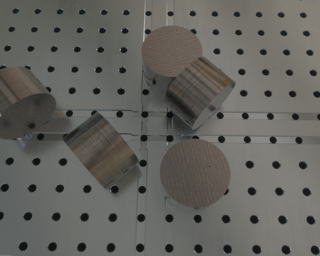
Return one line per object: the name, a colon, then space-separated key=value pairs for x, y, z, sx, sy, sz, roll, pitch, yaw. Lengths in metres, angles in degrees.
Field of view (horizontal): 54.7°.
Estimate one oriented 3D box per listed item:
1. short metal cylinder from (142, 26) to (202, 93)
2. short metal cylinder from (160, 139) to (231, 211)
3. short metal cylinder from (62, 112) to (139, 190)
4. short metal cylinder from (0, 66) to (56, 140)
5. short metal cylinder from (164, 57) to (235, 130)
short metal cylinder: x=0.016 y=-0.094 z=0.433 sx=0.081 sy=0.050 sz=0.080 roll=0 pitch=70 yaw=0
short metal cylinder: x=0.040 y=0.059 z=0.377 sx=0.081 sy=0.050 sz=0.080 roll=0 pitch=70 yaw=0
short metal cylinder: x=-0.070 y=0.027 z=0.372 sx=0.050 sy=0.080 sz=0.080 roll=-40 pitch=75 yaw=-13
short metal cylinder: x=-0.182 y=-0.031 z=0.392 sx=0.080 sy=0.080 sz=0.050 roll=-40 pitch=75 yaw=-13
short metal cylinder: x=0.051 y=-0.044 z=0.399 sx=0.050 sy=0.080 sz=0.080 roll=43 pitch=76 yaw=14
